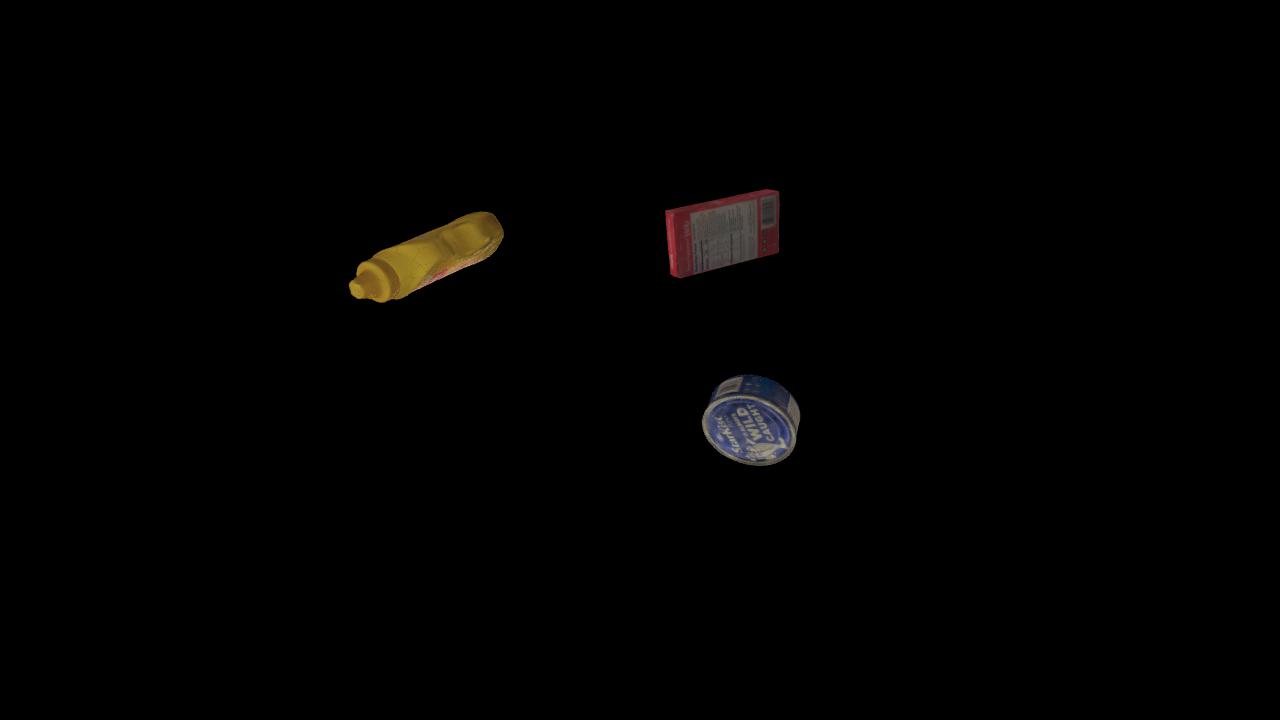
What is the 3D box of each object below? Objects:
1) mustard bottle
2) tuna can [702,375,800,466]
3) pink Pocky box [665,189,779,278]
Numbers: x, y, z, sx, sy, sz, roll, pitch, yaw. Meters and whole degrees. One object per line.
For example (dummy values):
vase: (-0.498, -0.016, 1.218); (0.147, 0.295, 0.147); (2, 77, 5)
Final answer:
mustard bottle: (-0.229, -0.104, 0.645); (0.092, 0.054, 0.184); (-14, 19, 32)
tuna can: (0.100, 0.054, 0.554); (0.084, 0.084, 0.034); (0, 37, 24)
pink Pocky box: (0.107, -0.163, 0.786); (0.155, 0.084, 0.029); (-17, 29, -20)
